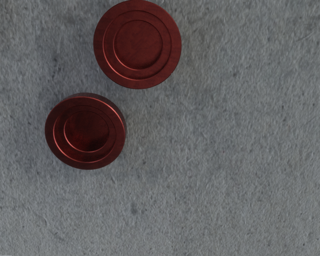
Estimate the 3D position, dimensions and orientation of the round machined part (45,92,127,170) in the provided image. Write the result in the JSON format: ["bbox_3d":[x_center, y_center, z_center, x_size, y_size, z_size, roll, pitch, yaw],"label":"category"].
[{"bbox_3d":[-0.092,0.001,0.400,0.099,0.042,0.097,0,110,-1],"label":"round machined part"}]

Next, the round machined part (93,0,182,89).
[{"bbox_3d":[-0.025,-0.098,0.364,0.099,0.042,0.097,0,110,-1],"label":"round machined part"}]
